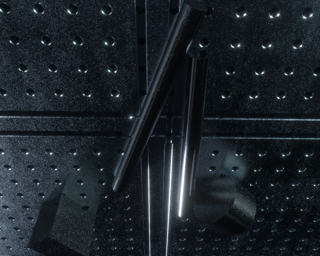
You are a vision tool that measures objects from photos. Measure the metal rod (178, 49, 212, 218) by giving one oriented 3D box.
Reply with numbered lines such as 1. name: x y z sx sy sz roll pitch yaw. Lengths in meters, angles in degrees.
1. metal rod: 0.044 0.032 0.438 0.025 0.025 0.298 0 130 0

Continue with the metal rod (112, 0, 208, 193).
1. metal rod: -0.014 -0.015 0.398 0.025 0.025 0.298 15 129 -13

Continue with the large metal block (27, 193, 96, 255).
1. large metal block: -0.160 0.171 0.520 0.050 0.080 0.080 -30 124 23

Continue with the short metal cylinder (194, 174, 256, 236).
1. short metal cylinder: 0.099 0.117 0.476 0.050 0.080 0.080 37 121 -27
